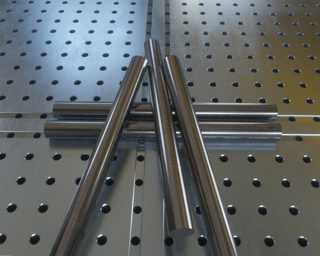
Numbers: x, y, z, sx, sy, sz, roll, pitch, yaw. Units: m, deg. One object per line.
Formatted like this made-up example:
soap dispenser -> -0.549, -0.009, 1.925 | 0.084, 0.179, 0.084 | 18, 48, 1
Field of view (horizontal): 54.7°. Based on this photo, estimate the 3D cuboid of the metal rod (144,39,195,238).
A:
metal rod -> 0.004, -0.015, 0.388 | 0.025, 0.025, 0.300 | -5, 50, -4

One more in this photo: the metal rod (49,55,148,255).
metal rod -> -0.065, 0.029, 0.359 | 0.025, 0.025, 0.300 | 11, 58, 9

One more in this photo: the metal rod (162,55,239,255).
metal rod -> 0.043, 0.030, 0.359 | 0.025, 0.025, 0.299 | -8, 58, -7

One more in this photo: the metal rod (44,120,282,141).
metal rod -> 0.004, 0.003, 0.405 | 0.302, 0.025, 0.025 | 1, 50, 0

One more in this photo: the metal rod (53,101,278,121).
metal rod -> 0.007, -0.023, 0.428 | 0.302, 0.025, 0.025 | 1, 50, 0
